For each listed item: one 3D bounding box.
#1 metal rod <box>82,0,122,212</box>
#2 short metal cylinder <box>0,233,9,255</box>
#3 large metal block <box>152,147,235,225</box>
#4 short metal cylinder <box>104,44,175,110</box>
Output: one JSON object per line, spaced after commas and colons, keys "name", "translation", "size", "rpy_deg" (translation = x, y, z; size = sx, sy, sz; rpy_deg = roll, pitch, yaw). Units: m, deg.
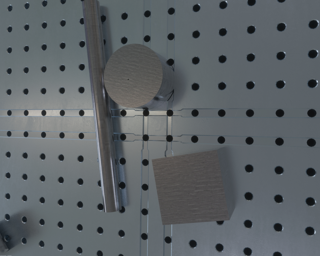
{"name": "metal rod", "translation": [-0.083, -0.033, 0.441], "size": [0.025, 0.025, 0.298], "rpy_deg": [-7, 88, 20]}
{"name": "short metal cylinder", "translation": [-0.290, 0.191, 0.485], "size": [0.080, 0.080, 0.050], "rpy_deg": [-37, 78, 16]}
{"name": "large metal block", "translation": [0.042, 0.070, 0.384], "size": [0.080, 0.050, 0.080], "rpy_deg": [-11, 87, 19]}
{"name": "short metal cylinder", "translation": [-0.026, -0.065, 0.408], "size": [0.080, 0.050, 0.079], "rpy_deg": [0, 90, 20]}
